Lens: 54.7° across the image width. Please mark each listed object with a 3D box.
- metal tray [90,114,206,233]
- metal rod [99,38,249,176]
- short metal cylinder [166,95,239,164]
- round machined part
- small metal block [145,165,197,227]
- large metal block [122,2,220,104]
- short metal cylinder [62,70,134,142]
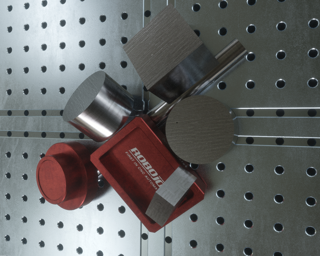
[{"bbox_3d":[-0.015,0.058,0.400,0.090,0.030,0.130,-39,90,16],"label":"metal tray"},{"bbox_3d":[-0.012,-0.009,0.418,0.300,0.025,0.025,-39,78,16],"label":"metal rod"},{"bbox_3d":[0.053,0.002,0.380,0.080,0.050,0.079,0,90,20],"label":"short metal cylinder"},{"bbox_3d":[-0.137,0.069,0.438,0.098,0.042,0.097,5,99,35],"label":"round machined part"},{"bbox_3d":[0.013,0.080,0.363,0.025,0.050,0.050,36,137,14],"label":"small metal block"},{"bbox_3d":[0.012,-0.090,0.383,0.080,0.050,0.080,-39,58,16],"label":"large metal block"},{"bbox_3d":[-0.081,-0.028,0.406,0.080,0.050,0.080,-31,37,27],"label":"short metal cylinder"}]
